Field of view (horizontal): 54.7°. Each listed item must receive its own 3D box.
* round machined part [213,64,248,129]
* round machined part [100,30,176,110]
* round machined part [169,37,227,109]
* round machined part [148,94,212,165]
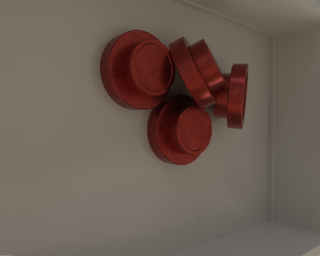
[{"bbox_3d":[0.107,-0.048,0.469,0.098,0.042,0.097,5,91,-73],"label":"round machined part"},{"bbox_3d":[-0.020,-0.071,0.381,0.099,0.042,0.097,0,90,-40],"label":"round machined part"},{"bbox_3d":[0.054,-0.078,0.409,0.098,0.042,0.098,55,18,-27],"label":"round machined part"},{"bbox_3d":[0.034,0.002,0.426,0.099,0.042,0.097,0,90,-40],"label":"round machined part"}]
